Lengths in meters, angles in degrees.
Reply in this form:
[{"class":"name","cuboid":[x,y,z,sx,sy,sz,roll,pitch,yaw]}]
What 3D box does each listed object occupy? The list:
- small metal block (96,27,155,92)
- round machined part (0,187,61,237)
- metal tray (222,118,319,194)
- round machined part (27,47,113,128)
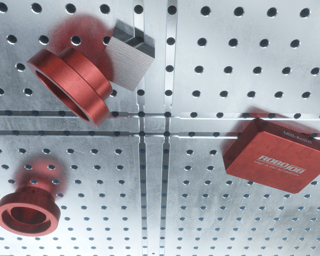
[{"class":"small metal block","cuboid":[-0.040,-0.076,0.347,0.050,0.025,0.050,24,126,-20]},{"class":"round machined part","cuboid":[-0.214,0.135,0.513,0.099,0.042,0.097,-1,130,0]},{"class":"metal tray","cuboid":[0.170,0.044,0.449,0.131,0.030,0.089,18,128,-15]},{"class":"round machined part","cuboid":[-0.090,-0.048,0.335,0.042,0.098,0.098,-49,125,-14]}]
